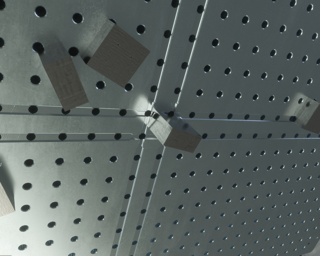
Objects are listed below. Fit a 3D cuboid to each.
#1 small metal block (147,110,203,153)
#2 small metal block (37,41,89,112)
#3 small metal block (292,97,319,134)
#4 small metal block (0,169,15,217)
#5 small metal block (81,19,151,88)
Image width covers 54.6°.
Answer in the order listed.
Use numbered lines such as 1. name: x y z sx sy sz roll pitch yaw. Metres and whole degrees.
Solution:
1. small metal block: 0.019 0.005 0.407 0.050 0.050 0.025 17 110 -35
2. small metal block: -0.097 -0.052 0.309 0.025 0.050 0.050 -25 127 -13
3. small metal block: 0.270 -0.021 0.544 0.050 0.025 0.050 14 111 -34
4. small metal block: -0.199 0.079 0.351 0.050 0.025 0.050 -18 126 -18
5. small metal block: -0.048 -0.080 0.335 0.050 0.025 0.050 31 101 -38
